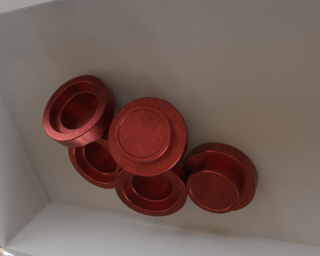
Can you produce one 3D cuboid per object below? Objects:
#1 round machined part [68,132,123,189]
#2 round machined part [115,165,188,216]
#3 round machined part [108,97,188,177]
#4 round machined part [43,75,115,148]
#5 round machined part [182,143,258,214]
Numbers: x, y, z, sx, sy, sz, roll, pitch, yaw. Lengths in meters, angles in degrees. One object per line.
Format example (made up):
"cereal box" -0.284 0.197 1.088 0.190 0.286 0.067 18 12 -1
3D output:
"round machined part" -0.083 0.039 0.461 0.098 0.042 0.097 13 124 20
"round machined part" -0.009 0.074 0.429 0.099 0.042 0.097 6 125 8
"round machined part" -0.017 0.009 0.373 0.098 0.042 0.097 -2 79 10
"round machined part" -0.102 -0.019 0.413 0.098 0.098 0.042 3 155 26
"round machined part" 0.073 0.071 0.400 0.098 0.042 0.097 13 124 20
